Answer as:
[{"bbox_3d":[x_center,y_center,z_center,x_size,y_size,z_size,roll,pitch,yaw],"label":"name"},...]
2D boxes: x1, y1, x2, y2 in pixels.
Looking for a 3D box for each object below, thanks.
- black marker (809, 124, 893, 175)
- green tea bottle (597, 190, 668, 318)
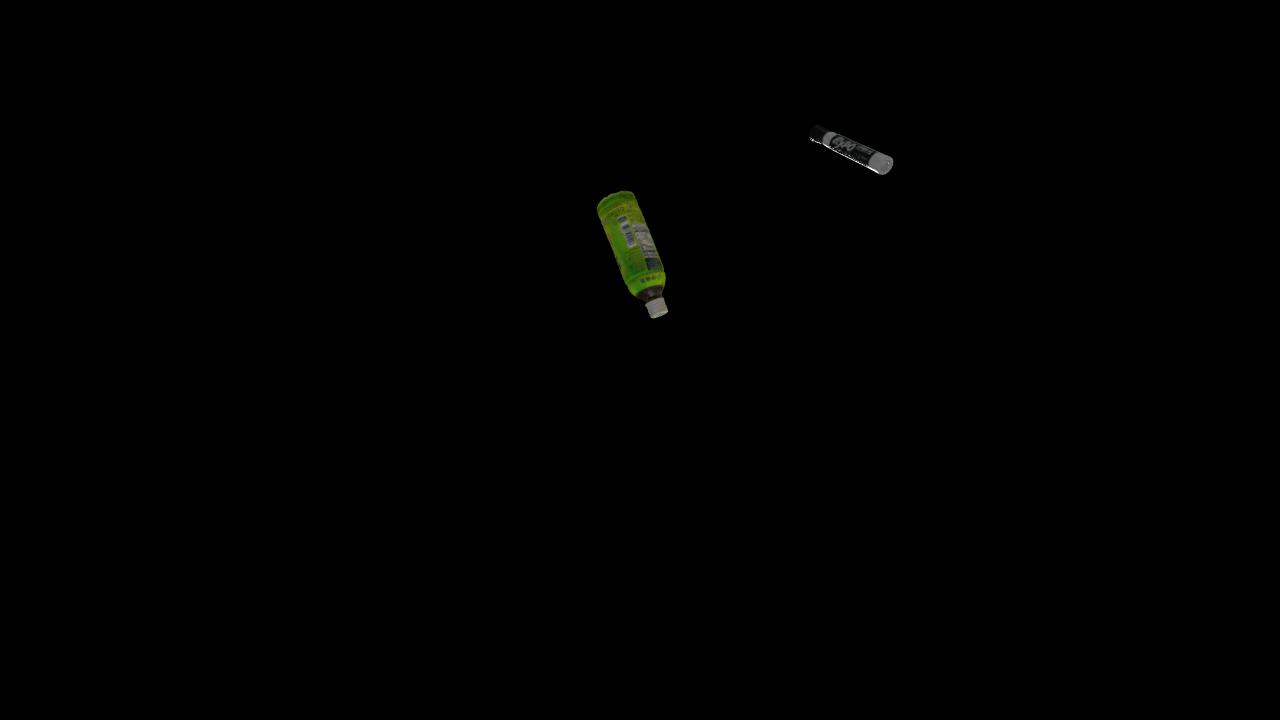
[{"bbox_3d":[0.221,-0.227,0.658,0.020,0.020,0.121,0,34,-30],"label":"black marker"},{"bbox_3d":[-0.006,-0.170,1.010,0.073,0.212,0.073,-20,-10,-4],"label":"green tea bottle"}]
